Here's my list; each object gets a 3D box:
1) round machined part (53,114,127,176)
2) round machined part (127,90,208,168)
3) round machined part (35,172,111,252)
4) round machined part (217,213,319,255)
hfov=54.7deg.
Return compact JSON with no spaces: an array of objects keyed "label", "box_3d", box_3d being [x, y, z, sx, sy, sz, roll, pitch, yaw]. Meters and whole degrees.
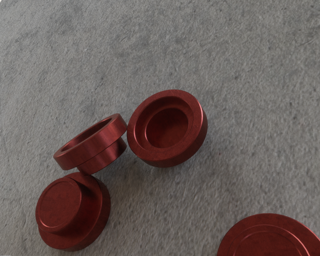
[{"label":"round machined part","box_3d":[-0.082,0.025,0.399,0.098,0.042,0.098,-30,13,8]},{"label":"round machined part","box_3d":[0.012,0.004,0.383,0.098,0.042,0.098,-13,56,20]},{"label":"round machined part","box_3d":[-0.115,0.101,0.390,0.098,0.042,0.098,-13,56,20]},{"label":"round machined part","box_3d":[0.096,0.122,0.267,0.098,0.042,0.098,-13,56,20]}]
